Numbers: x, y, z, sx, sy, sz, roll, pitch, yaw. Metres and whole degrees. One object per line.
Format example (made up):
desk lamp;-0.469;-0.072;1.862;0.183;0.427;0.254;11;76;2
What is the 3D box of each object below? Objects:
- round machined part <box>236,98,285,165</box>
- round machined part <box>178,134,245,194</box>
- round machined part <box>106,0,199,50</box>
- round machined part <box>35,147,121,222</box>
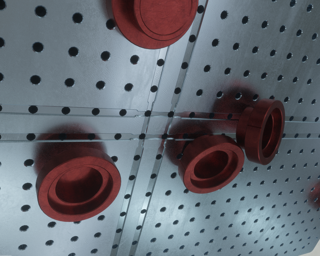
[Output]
round machined part;0.149;0.003;0.466;0.099;0.042;0.097;-20;117;-47
round machined part;0.072;0.049;0.464;0.099;0.042;0.097;-12;129;-15
round machined part;-0.002;-0.129;0.319;0.099;0.042;0.097;-14;124;-21
round machined part;-0.102;0.065;0.384;0.099;0.042;0.097;-14;124;-21
